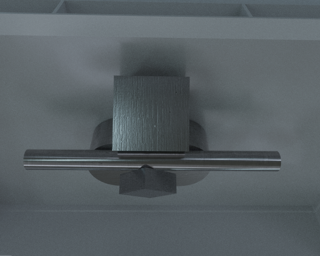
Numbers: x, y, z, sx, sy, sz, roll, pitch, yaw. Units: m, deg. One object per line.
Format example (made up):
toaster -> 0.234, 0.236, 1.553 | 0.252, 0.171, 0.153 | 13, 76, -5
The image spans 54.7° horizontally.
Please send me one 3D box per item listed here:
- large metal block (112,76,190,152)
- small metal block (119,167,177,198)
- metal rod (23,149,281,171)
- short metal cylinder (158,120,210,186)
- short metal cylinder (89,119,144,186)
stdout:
large metal block -> -0.009, -0.014, 0.352 | 0.081, 0.050, 0.080 | 1, 87, -1
small metal block -> -0.015, 0.070, 0.387 | 0.050, 0.025, 0.050 | 18, 152, -39
metal rod -> -0.008, 0.039, 0.375 | 0.302, 0.025, 0.025 | 1, 130, -1
short metal cylinder -> 0.027, 0.034, 0.421 | 0.081, 0.050, 0.079 | 0, 130, 0
short metal cylinder -> -0.054, 0.033, 0.418 | 0.081, 0.050, 0.079 | 0, 130, 0
